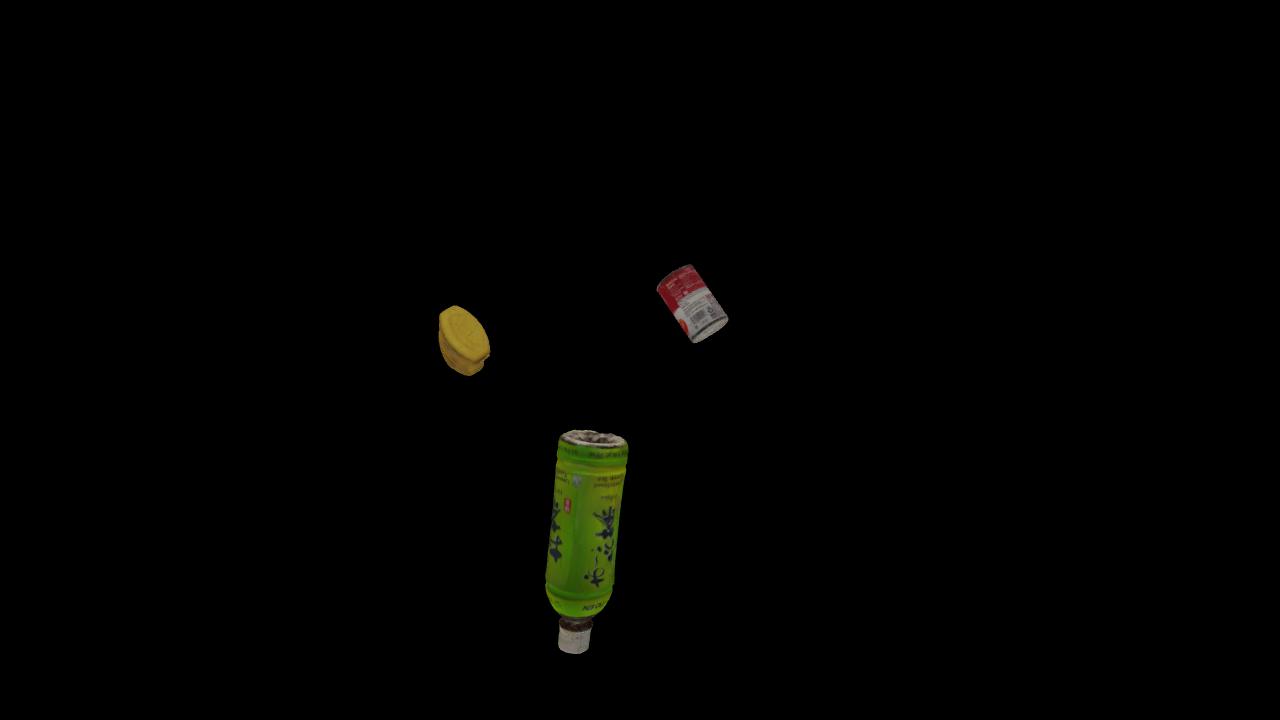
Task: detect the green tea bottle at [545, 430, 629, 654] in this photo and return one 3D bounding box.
[{"bbox_3d":[-0.054,0.178,0.601,0.073,0.212,0.073,4,5,0],"label":"green tea bottle"}]

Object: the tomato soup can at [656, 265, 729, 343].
[{"bbox_3d":[0.080,-0.084,0.928,0.068,0.101,0.068,-31,-13,-8],"label":"tomato soup can"}]

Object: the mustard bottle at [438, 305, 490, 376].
[{"bbox_3d":[-0.281,-0.019,0.966,0.054,0.092,0.184,-44,3,-23],"label":"mustard bottle"}]
